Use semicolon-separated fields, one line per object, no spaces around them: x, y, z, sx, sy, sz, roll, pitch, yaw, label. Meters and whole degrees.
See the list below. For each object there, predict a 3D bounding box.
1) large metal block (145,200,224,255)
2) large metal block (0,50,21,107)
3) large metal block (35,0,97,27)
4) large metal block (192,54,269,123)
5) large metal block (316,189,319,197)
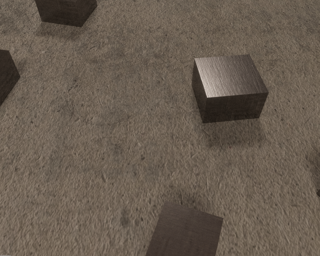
0.015;0.122;0.265;0.050;0.080;0.080;15;52;12;large metal block
-0.264;-0.071;0.443;0.080;0.050;0.080;7;50;5;large metal block
-0.175;-0.240;0.586;0.080;0.050;0.080;11;51;8;large metal block
0.094;-0.056;0.436;0.081;0.050;0.080;-5;50;-5;large metal block
0.222;0.069;0.313;0.050;0.080;0.080;-22;54;-17;large metal block
